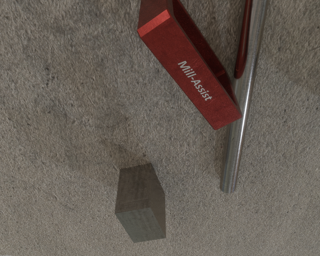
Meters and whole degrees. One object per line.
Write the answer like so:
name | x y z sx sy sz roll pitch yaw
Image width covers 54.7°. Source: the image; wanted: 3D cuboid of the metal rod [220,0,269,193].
metal rod | 0.100 -0.020 0.391 0.025 0.025 0.298 -2 130 1

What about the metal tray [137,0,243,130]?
metal tray | 0.031 -0.070 0.305 0.030 0.090 0.130 -29 125 22

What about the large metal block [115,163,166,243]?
large metal block | -0.026 0.113 0.467 0.050 0.080 0.080 -12 129 10
